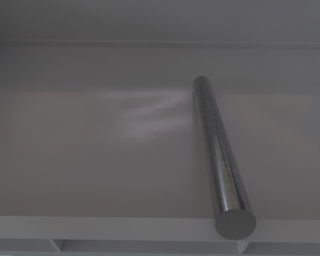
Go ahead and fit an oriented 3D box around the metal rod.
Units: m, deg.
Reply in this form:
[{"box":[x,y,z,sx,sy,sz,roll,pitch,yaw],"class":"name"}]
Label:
[{"box":[0.055,-0.003,0.327,0.025,0.025,0.300,2,25,2],"class":"metal rod"}]
